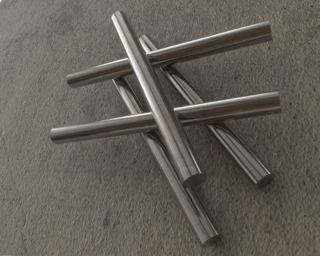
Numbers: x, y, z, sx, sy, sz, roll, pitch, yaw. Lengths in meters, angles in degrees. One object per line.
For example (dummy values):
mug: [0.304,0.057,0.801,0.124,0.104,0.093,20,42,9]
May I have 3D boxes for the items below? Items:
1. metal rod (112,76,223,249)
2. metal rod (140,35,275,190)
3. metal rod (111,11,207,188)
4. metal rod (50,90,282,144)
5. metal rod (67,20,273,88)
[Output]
metal rod: [-0.009,0.012,0.400,0.025,0.025,0.300,-35,51,5]
metal rod: [0.041,-0.042,0.408,0.025,0.025,0.300,-37,51,3]
metal rod: [-0.015,-0.059,0.384,0.025,0.025,0.299,-30,52,9]
metal rod: [-0.011,-0.008,0.383,0.301,0.025,0.025,-8,58,23]
metal rod: [-0.002,-0.097,0.433,0.301,0.025,0.025,-9,58,23]
